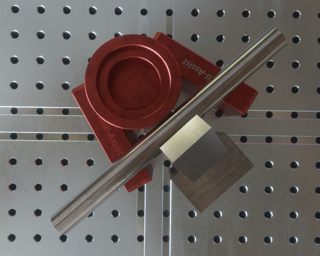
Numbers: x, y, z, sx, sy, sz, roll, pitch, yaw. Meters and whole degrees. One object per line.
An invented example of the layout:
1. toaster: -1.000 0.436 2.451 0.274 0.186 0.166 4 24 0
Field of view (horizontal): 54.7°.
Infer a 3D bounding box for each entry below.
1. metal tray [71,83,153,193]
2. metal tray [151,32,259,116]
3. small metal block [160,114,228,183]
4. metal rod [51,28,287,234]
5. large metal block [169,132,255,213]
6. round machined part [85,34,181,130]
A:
1. metal tray: -0.053 0.008 0.380 0.030 0.090 0.130 -29 90 0
2. metal tray: 0.046 -0.061 0.380 0.130 0.090 0.030 31 91 -1
3. small metal block: 0.036 0.023 0.320 0.050 0.050 0.025 -43 46 0
4. metal rod: 0.010 0.003 0.323 0.300 0.025 0.025 -41 91 -1
5. large metal block: 0.058 0.049 0.383 0.080 0.080 0.050 -41 91 0
6. round machined part: -0.028 -0.047 0.336 0.099 0.042 0.097 0 90 -1
